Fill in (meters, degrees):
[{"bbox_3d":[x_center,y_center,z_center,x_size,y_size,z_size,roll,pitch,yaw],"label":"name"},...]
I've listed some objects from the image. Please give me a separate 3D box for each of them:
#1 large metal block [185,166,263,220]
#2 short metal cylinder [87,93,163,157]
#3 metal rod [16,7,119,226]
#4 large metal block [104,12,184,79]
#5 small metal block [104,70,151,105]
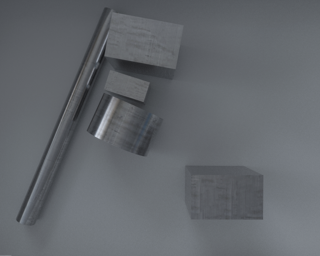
[{"bbox_3d":[0.075,0.077,0.385,0.081,0.080,0.050,0,90,-1],"label":"large metal block"},{"bbox_3d":[-0.042,-0.004,0.383,0.080,0.080,0.050,24,90,-1],"label":"short metal cylinder"},{"bbox_3d":[-0.120,-0.015,0.409,0.025,0.025,0.299,23,90,-1],"label":"metal rod"},{"bbox_3d":[-0.018,-0.097,0.384,0.080,0.080,0.050,10,90,-1],"label":"large metal block"},{"bbox_3d":[-0.040,-0.051,0.398,0.050,0.050,0.025,18,90,-1],"label":"small metal block"}]
